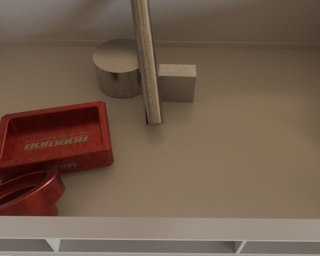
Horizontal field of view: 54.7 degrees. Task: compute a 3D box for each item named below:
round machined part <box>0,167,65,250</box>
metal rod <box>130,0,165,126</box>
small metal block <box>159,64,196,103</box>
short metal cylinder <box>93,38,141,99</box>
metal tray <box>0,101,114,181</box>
[{"bbox_3d":[-0.141,0.080,0.304,0.098,0.042,0.098,-17,14,5],"label":"round machined part"},{"bbox_3d":[-0.025,-0.151,0.427,0.025,0.025,0.298,-6,82,-6],"label":"metal rod"},{"bbox_3d":[0.024,-0.063,0.442,0.050,0.050,0.025,2,50,1],"label":"small metal block"},{"bbox_3d":[-0.056,-0.089,0.463,0.081,0.050,0.080,0,50,0],"label":"short metal cylinder"},{"bbox_3d":[-0.128,0.014,0.383,0.131,0.030,0.090,-9,46,-8],"label":"metal tray"}]
